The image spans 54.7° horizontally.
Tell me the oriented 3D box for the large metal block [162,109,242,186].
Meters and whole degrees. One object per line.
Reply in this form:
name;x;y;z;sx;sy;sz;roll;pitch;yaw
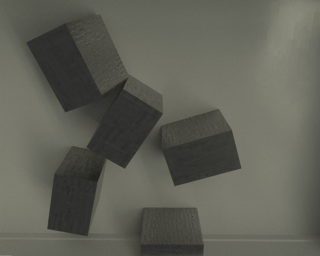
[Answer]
large metal block;0.048;0.022;0.390;0.080;0.080;0.050;-16;109;6

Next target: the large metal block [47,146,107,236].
large metal block;-0.106;0.080;0.411;0.050;0.080;0.079;12;110;-5

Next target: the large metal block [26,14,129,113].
large metal block;-0.086;-0.075;0.348;0.050;0.080;0.080;-17;110;22

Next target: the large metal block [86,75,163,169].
large metal block;-0.040;-0.011;0.377;0.050;0.080;0.080;31;107;-11

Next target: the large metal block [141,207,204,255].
large metal block;0.016;0.158;0.440;0.081;0.080;0.050;1;110;0
